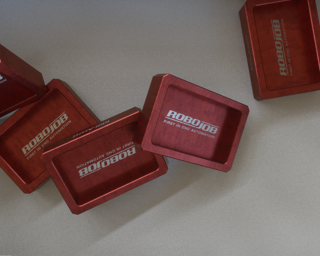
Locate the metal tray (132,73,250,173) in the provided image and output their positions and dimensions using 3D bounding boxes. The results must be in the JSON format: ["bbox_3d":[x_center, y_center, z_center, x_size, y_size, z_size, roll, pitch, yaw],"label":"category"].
[{"bbox_3d":[0.041,-0.004,0.381,0.131,0.030,0.090,17,90,-27],"label":"metal tray"}]

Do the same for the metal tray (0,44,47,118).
[{"bbox_3d":[-0.213,-0.040,0.355,0.130,0.090,0.030,-25,71,6],"label":"metal tray"}]

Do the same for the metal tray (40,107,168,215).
[{"bbox_3d":[-0.066,0.040,0.388,0.131,0.030,0.090,-25,109,-6],"label":"metal tray"}]

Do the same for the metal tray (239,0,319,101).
[{"bbox_3d":[0.163,-0.107,0.409,0.091,0.030,0.129,-10,90,0],"label":"metal tray"}]

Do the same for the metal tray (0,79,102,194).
[{"bbox_3d":[-0.150,0.010,0.407,0.130,0.030,0.090,-42,90,0],"label":"metal tray"}]
